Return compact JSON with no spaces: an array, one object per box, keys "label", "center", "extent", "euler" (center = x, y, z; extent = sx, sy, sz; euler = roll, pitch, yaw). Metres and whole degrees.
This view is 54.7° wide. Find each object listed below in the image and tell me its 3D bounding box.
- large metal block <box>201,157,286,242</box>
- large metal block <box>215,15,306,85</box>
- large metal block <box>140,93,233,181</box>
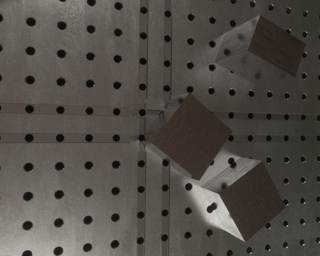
[{"label":"large metal block","center":[0.120,0.099,0.445],"extent":[0.080,0.050,0.080],"euler":[-33,101,-17]},{"label":"large metal block","center":[0.138,-0.105,0.436],"extent":[0.080,0.080,0.050],"euler":[23,83,-19]},{"label":"large metal block","center":[0.035,0.011,0.413],"extent":[0.080,0.050,0.080],"euler":[40,77,-16]}]
